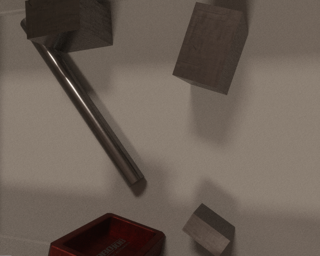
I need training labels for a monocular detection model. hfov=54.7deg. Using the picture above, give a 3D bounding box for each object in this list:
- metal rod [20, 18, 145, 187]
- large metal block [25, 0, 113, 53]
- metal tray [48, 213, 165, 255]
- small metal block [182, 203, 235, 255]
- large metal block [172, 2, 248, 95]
[{"bbox_3d":[-0.118,-0.045,0.450,0.025,0.025,0.299,-39,78,15],"label":"metal rod"},{"bbox_3d":[-0.121,-0.141,0.422,0.080,0.080,0.050,-4,89,19],"label":"large metal block"},{"bbox_3d":[-0.058,0.147,0.374,0.090,0.130,0.030,14,95,19],"label":"metal tray"},{"bbox_3d":[0.060,0.122,0.376,0.050,0.050,0.025,34,101,16],"label":"small metal block"},{"bbox_3d":[0.062,-0.087,0.359,0.050,0.080,0.080,20,97,18],"label":"large metal block"}]
